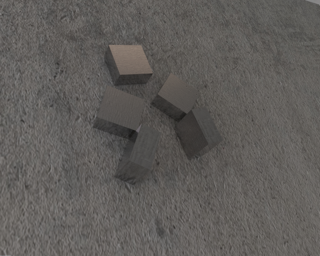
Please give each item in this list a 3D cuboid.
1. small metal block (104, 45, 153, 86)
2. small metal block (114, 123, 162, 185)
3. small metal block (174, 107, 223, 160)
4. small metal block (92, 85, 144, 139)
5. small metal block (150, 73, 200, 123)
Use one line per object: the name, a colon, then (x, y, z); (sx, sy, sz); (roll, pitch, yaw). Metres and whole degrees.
small metal block: (-0.045, -0.088, 0.433); (0.050, 0.025, 0.050); (-9, 66, -32)
small metal block: (-0.026, 0.031, 0.355); (0.025, 0.050, 0.050); (26, 53, -12)
small metal block: (0.049, 0.008, 0.409); (0.025, 0.050, 0.050); (-11, 68, -33)
small metal block: (-0.051, -0.019, 0.387); (0.050, 0.025, 0.050); (20, 54, -16)
small metal block: (0.022, -0.043, 0.441); (0.050, 0.025, 0.050); (34, 51, -6)
